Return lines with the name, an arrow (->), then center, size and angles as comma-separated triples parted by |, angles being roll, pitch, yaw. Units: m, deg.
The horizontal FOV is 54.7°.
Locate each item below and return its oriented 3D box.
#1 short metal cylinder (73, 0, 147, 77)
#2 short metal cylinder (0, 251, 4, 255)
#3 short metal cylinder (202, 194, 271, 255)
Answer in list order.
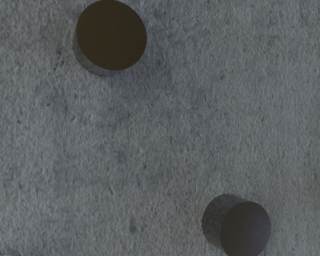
short metal cylinder -> -0.062, -0.105, 0.373 | 0.081, 0.050, 0.079 | 0, 90, -21
short metal cylinder -> -0.184, 0.173, 0.312 | 0.080, 0.080, 0.050 | -35, 102, -17
short metal cylinder -> 0.107, 0.138, 0.437 | 0.081, 0.050, 0.079 | 0, 90, -21
